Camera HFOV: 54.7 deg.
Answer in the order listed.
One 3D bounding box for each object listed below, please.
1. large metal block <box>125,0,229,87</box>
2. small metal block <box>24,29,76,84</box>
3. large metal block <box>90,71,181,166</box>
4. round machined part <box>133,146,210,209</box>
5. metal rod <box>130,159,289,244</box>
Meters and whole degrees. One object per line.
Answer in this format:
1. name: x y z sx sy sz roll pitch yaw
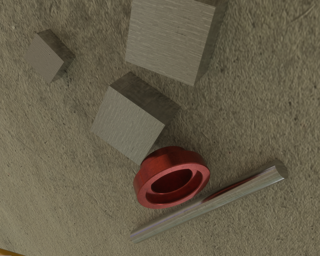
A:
1. large metal block: 0.016 -0.101 0.320 0.080 0.050 0.079 23 127 14
2. small metal block: -0.152 -0.098 0.426 0.050 0.025 0.050 47 129 -5
3. large metal block: -0.033 -0.012 0.400 0.080 0.050 0.079 35 129 4
4. round machined part: 0.012 0.061 0.405 0.097 0.099 0.042 -65 36 38
5. metal rod: 0.050 0.120 0.454 0.025 0.025 0.299 48 129 -5
